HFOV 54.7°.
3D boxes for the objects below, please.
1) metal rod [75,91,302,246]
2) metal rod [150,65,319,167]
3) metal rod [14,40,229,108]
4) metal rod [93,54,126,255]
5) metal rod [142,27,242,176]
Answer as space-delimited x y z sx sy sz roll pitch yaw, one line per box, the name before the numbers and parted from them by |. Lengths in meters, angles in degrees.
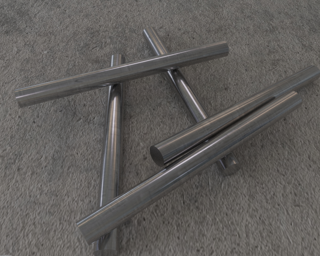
metal rod | 0.050 0.031 0.343 0.302 0.025 0.025 -29 56 -22
metal rod | 0.115 -0.027 0.402 0.302 0.025 0.025 -26 54 -29
metal rod | -0.042 -0.079 0.435 0.302 0.025 0.025 -17 52 -14
metal rod | -0.060 0.007 0.396 0.025 0.025 0.300 -2 50 -2
metal rod | 0.033 -0.059 0.452 0.025 0.025 0.300 -16 52 -13
